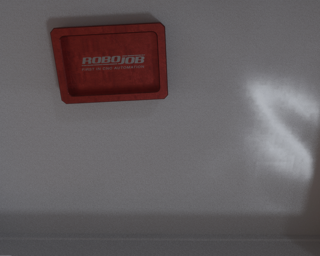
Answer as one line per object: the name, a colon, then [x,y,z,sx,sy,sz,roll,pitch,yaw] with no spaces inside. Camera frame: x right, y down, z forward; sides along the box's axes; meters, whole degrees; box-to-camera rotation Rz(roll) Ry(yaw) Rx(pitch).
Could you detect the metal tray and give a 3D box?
metal tray: [-0.057,-0.079,0.378,0.131,0.030,0.089,-3,110,0]
